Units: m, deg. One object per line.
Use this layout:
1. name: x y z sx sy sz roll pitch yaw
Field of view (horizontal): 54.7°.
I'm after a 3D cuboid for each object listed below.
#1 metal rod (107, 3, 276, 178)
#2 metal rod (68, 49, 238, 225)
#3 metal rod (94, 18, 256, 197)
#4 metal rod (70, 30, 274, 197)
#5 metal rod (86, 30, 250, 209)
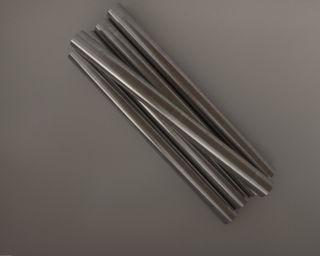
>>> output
1. metal rod: 0.042 -0.046 0.410 0.025 0.025 0.300 -43 90 0
2. metal rod: -0.009 0.009 0.410 0.025 0.025 0.300 -43 90 0
3. metal rod: 0.025 -0.026 0.410 0.025 0.025 0.300 -43 90 0
4. metal rod: 0.015 -0.017 0.384 0.300 0.025 0.025 39 90 0
5. metal rod: 0.006 -0.011 0.410 0.025 0.025 0.300 -43 90 0
